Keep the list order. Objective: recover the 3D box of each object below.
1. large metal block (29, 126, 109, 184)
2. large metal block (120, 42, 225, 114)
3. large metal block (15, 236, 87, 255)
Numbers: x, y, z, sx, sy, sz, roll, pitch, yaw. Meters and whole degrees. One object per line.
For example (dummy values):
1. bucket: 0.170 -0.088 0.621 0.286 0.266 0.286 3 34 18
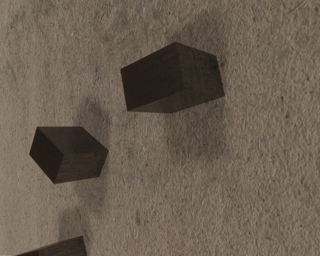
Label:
1. large metal block: -0.142 0.039 0.483 0.080 0.081 0.050 35 112 34
2. large metal block: 0.015 -0.052 0.355 0.080 0.081 0.050 -17 80 38
3. large metal block: -0.179 0.221 0.514 0.080 0.081 0.050 -26 74 37
